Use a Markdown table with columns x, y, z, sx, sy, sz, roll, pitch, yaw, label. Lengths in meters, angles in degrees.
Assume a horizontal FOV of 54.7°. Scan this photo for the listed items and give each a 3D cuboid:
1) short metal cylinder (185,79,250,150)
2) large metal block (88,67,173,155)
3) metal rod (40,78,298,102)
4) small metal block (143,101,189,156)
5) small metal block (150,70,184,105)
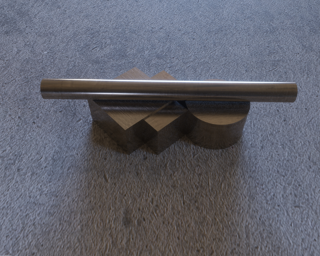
| x | y | z | sx | sy | sz | roll | pitch | yaw | label |
| --- | --- | --- | --- | --- | --- | --- | --- | --- | --- |
| 0.072 | -0.019 | 0.404 | 0.081 | 0.050 | 0.080 | 0 | 50 | 0 | short metal cylinder |
| -0.037 | -0.025 | 0.407 | 0.080 | 0.050 | 0.080 | -35 | 58 | -26 | large metal block |
| 0.010 | -0.045 | 0.376 | 0.302 | 0.025 | 0.025 | 1 | 50 | 0 | metal rod |
| 0.007 | 0.000 | 0.390 | 0.050 | 0.050 | 0.025 | -35 | 59 | -26 | small metal block |
| 0.012 | -0.043 | 0.425 | 0.025 | 0.050 | 0.050 | -35 | 59 | -26 | small metal block |
